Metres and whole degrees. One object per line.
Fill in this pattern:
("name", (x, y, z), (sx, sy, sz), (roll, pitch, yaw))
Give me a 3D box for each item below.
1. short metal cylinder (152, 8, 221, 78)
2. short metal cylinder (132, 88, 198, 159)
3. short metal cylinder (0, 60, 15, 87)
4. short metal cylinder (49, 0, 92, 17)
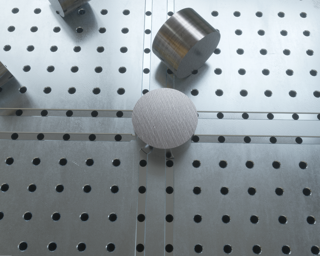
("short metal cylinder", (0.036, -0.115, 0.425), (0.080, 0.080, 0.050), (-39, 75, -13))
("short metal cylinder", (0.006, -0.005, 0.400), (0.081, 0.050, 0.080), (0, 70, 0))
("short metal cylinder", (-0.243, -0.085, 0.412), (0.050, 0.080, 0.080), (-41, 75, -13))
("short metal cylinder", (-0.145, -0.215, 0.460), (0.050, 0.080, 0.080), (-37, 74, -12))
